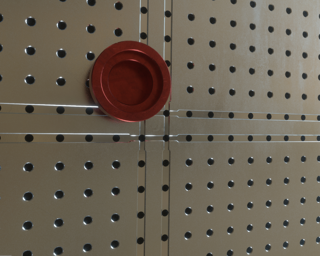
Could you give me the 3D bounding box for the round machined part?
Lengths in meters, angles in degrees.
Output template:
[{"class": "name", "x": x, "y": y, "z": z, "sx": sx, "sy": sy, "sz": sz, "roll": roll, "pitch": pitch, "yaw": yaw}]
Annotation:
[{"class": "round machined part", "x": -0.039, "y": -0.056, "z": 0.390, "sx": 0.099, "sy": 0.042, "sz": 0.097, "roll": 0, "pitch": 90, "yaw": -21}]
